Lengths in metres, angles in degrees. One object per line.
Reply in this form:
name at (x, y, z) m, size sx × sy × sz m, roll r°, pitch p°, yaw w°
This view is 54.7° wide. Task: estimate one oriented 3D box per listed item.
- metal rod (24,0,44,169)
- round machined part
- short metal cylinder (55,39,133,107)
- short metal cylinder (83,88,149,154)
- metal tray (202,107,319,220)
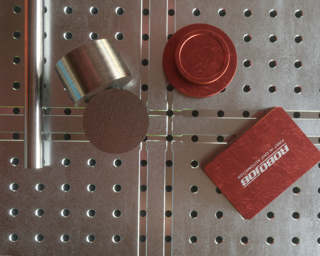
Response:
metal rod at (-0.167, -0.097, 0.411) m, size 0.025 × 0.025 × 0.298 m, roll 0°, pitch 90°, yaw 0°
round machined part at (0.052, -0.089, 0.405) m, size 0.099 × 0.042 × 0.097 m, roll 0°, pitch 90°, yaw 0°
short metal cylinder at (-0.081, -0.067, 0.385) m, size 0.080 × 0.080 × 0.050 m, roll -28°, pitch 90°, yaw 0°
short metal cylinder at (-0.054, -0.009, 0.400) m, size 0.081 × 0.050 × 0.080 m, roll 0°, pitch 90°, yaw 0°
metal tray at (0.133, 0.045, 0.412) m, size 0.130 × 0.030 × 0.090 m, roll -40°, pitch 90°, yaw 0°
